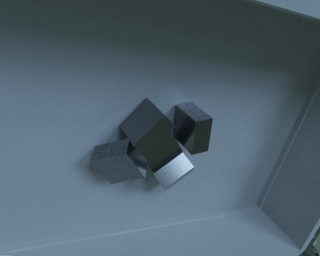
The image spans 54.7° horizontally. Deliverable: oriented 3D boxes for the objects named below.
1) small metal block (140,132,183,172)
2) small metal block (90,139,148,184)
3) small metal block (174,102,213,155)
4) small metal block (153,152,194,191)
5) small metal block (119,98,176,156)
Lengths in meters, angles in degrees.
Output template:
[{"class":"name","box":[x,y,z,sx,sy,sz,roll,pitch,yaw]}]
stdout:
[{"class":"small metal block","box":[-0.004,0.026,0.421,0.050,0.025,0.050,-36,130,-4]},{"class":"small metal block","box":[-0.051,0.043,0.392,0.050,0.025,0.050,-14,133,20]},{"class":"small metal block","box":[0.043,0.000,0.415,0.025,0.050,0.050,-12,123,-24]},{"class":"small metal block","box":[0.020,0.063,0.442,0.050,0.025,0.050,-36,166,-5]},{"class":"small metal block","box":[-0.016,-0.002,0.381,0.050,0.050,0.025,-45,129,3]}]
